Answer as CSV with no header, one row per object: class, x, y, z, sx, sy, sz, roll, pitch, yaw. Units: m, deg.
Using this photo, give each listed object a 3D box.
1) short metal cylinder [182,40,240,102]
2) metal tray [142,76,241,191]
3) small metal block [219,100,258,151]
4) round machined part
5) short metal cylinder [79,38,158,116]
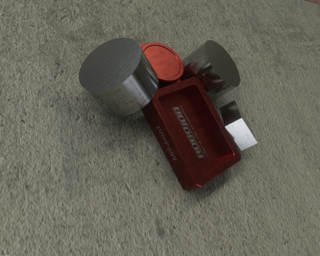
short metal cylinder,0.076,-0.084,0.468,0.080,0.050,0.080,27,47,-33
metal tray,0.041,0.004,0.407,0.091,0.030,0.130,-24,84,-37
small metal block,0.112,-0.004,0.445,0.050,0.025,0.050,51,21,-27
round machined part,-0.006,-0.083,0.443,0.099,0.042,0.098,14,56,-21
short metal cylinder,-0.049,-0.061,0.373,0.050,0.080,0.080,54,32,-51
